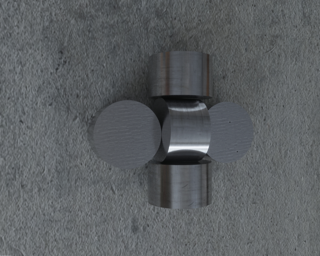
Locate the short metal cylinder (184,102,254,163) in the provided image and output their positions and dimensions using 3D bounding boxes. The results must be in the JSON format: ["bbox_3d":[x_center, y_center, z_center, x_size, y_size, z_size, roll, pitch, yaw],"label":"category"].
[{"bbox_3d":[0.079,0.005,0.426,0.081,0.050,0.080,0,91,-20],"label":"short metal cylinder"}]

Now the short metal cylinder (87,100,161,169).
[{"bbox_3d":[-0.045,0.008,0.380,0.081,0.050,0.080,0,90,-21],"label":"short metal cylinder"}]

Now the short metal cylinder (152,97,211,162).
[{"bbox_3d":[0.022,0.002,0.390,0.050,0.080,0.080,1,90,-20],"label":"short metal cylinder"}]

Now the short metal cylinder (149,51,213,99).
[{"bbox_3d":[0.026,-0.063,0.391,0.081,0.080,0.050,0,90,-20],"label":"short metal cylinder"}]

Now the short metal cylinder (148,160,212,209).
[{"bbox_3d":[0.025,0.067,0.391,0.081,0.080,0.050,0,90,-20],"label":"short metal cylinder"}]
